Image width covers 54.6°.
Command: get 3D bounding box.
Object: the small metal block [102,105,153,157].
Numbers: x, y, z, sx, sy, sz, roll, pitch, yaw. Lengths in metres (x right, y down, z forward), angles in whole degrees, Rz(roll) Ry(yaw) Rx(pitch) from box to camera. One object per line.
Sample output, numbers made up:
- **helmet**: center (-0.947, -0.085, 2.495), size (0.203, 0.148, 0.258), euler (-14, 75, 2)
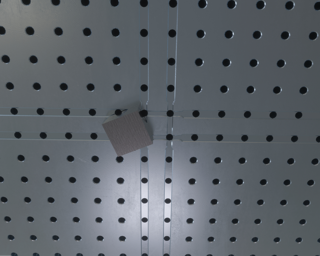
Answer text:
- **small metal block**: center (-0.042, 0.004, 0.414), size (0.050, 0.025, 0.050), euler (-21, 109, 7)
